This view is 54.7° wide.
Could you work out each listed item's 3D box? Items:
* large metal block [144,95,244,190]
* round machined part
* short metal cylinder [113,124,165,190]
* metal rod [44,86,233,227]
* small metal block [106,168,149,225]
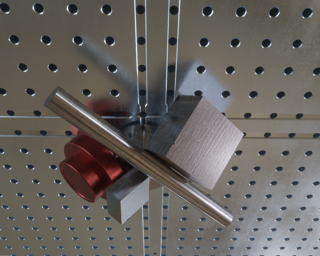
[{"bbox_3d":[0.042,0.016,0.376,0.080,0.050,0.080,39,77,-28],"label":"large metal block"},{"bbox_3d":[-0.095,0.060,0.412,0.098,0.042,0.097,28,141,26],"label":"round machined part"},{"bbox_3d":[-0.024,0.041,0.425,0.081,0.050,0.079,0,130,0],"label":"short metal cylinder"},{"bbox_3d":[-0.006,0.050,0.384,0.025,0.025,0.301,-36,122,26],"label":"metal rod"},{"bbox_3d":[-0.040,0.086,0.395,0.025,0.050,0.050,31,137,28],"label":"small metal block"}]
